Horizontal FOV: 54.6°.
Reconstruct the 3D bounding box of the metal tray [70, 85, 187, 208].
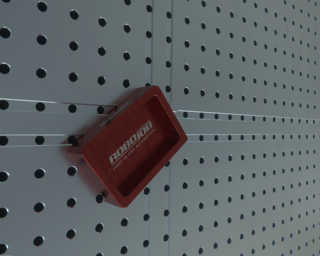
[{"bbox_3d":[-0.031,0.019,0.378,0.131,0.030,0.090,-45,117,-30],"label":"metal tray"}]
